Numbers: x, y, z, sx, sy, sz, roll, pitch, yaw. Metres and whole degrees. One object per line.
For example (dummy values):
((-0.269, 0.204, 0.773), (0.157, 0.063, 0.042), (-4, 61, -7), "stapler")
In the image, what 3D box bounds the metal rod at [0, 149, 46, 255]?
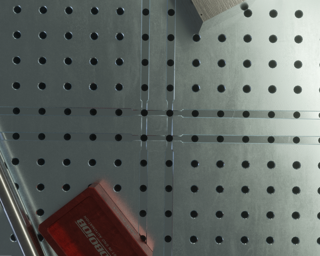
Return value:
((-0.202, 0.087, 0.411), (0.025, 0.025, 0.299), (-23, 90, 0), "metal rod")

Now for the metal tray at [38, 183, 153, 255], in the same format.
((-0.083, 0.151, 0.410), (0.090, 0.030, 0.130), (-38, 90, 0), "metal tray")

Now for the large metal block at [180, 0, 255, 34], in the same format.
((0.070, -0.182, 0.401), (0.080, 0.050, 0.080), (-28, 90, 0), "large metal block")
